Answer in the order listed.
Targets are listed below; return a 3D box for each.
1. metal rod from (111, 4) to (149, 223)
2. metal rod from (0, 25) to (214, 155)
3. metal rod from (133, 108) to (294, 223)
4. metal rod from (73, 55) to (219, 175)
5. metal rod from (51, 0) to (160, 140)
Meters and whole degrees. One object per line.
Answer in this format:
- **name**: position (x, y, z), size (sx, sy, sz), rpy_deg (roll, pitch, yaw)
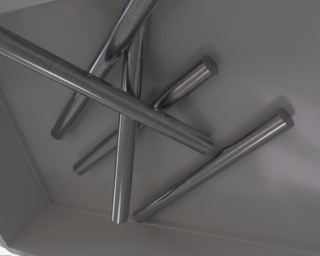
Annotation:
- **metal rod**: position (-0.041, -0.004, 0.395), size (0.025, 0.025, 0.298), rpy_deg (16, 115, 19)
- **metal rod**: position (-0.066, -0.040, 0.338), size (0.301, 0.025, 0.025), rpy_deg (27, 133, -22)
- **metal rod**: position (0.050, 0.068, 0.424), size (0.025, 0.025, 0.299), rpy_deg (45, 129, -3)
- **metal rod**: position (-0.040, 0.000, 0.429), size (0.025, 0.025, 0.299), rpy_deg (49, 129, -7)
- **metal rod**: position (-0.087, -0.059, 0.392), size (0.025, 0.025, 0.299), rpy_deg (45, 137, -4)
